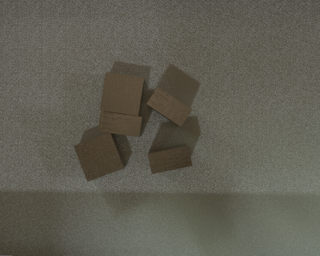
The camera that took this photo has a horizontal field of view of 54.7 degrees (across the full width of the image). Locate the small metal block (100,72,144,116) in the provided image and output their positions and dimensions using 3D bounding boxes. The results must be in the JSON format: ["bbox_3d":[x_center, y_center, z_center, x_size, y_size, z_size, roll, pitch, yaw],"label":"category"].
[{"bbox_3d":[-0.049,-0.044,0.411,0.050,0.025,0.050,9,90,0],"label":"small metal block"}]

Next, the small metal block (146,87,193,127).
[{"bbox_3d":[0.011,-0.026,0.399,0.050,0.050,0.025,34,90,0],"label":"small metal block"}]

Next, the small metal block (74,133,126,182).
[{"bbox_3d":[-0.079,0.037,0.411,0.050,0.025,0.050,-20,90,0],"label":"small metal block"}]

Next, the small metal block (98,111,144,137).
[{"bbox_3d":[-0.048,-0.005,0.398,0.050,0.050,0.025,8,90,0],"label":"small metal block"}]

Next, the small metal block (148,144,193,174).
[{"bbox_3d":[0.012,0.038,0.399,0.050,0.050,0.025,-11,90,0],"label":"small metal block"}]
